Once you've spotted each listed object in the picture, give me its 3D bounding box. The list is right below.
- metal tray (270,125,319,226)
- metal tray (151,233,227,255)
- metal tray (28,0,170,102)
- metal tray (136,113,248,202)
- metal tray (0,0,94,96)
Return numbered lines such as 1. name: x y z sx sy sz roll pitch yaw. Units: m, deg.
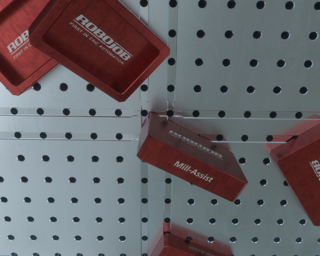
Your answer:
1. metal tray: 0.228 0.067 0.437 0.090 0.030 0.130 -32 107 11
2. metal tray: 0.047 0.232 0.496 0.131 0.030 0.090 24 108 -9
3. metal tray: -0.063 -0.096 0.346 0.090 0.030 0.130 -45 130 14
4. metal tray: 0.038 0.033 0.391 0.131 0.090 0.030 26 108 -9
5. metal tray: -0.151 -0.111 0.368 0.130 0.030 0.090 -35 107 12
